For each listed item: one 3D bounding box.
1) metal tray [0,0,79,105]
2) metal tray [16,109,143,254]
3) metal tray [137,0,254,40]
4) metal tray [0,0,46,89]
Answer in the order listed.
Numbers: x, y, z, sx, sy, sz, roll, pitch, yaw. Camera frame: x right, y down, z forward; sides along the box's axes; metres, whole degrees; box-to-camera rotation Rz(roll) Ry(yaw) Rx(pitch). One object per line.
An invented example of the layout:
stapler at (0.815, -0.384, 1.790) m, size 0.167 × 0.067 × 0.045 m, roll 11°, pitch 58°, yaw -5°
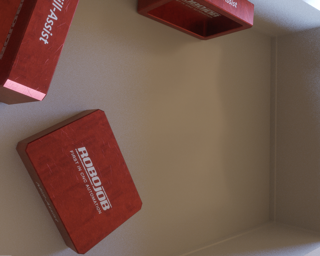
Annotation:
metal tray at (-0.111, -0.087, 0.269) m, size 0.030 × 0.090 × 0.130 m, roll 24°, pitch 75°, yaw -40°
metal tray at (-0.081, 0.055, 0.335) m, size 0.091 × 0.030 × 0.129 m, roll -32°, pitch 110°, yaw -35°
metal tray at (0.048, -0.155, 0.403) m, size 0.131 × 0.090 × 0.030 m, roll 7°, pitch 86°, yaw -40°
metal tray at (-0.149, -0.108, 0.266) m, size 0.091 × 0.030 × 0.130 m, roll 22°, pitch 76°, yaw -26°
